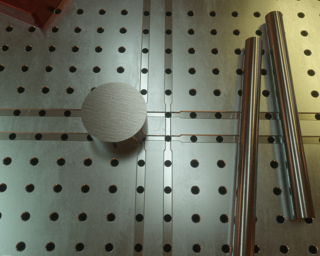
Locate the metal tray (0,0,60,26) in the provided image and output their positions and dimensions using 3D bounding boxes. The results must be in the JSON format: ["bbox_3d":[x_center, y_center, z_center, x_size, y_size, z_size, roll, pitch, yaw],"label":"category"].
[{"bbox_3d":[-0.224,-0.223,0.487,0.130,0.030,0.090,23,71,8],"label":"metal tray"}]

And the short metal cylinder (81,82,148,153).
[{"bbox_3d":[-0.056,-0.012,0.402,0.081,0.050,0.080,0,70,0],"label":"short metal cylinder"}]

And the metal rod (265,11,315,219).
[{"bbox_3d":[0.174,-0.031,0.425,0.025,0.025,0.299,0,70,0],"label":"metal rod"}]

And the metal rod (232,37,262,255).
[{"bbox_3d":[0.117,0.011,0.409,0.025,0.025,0.299,8,70,2],"label":"metal rod"}]
